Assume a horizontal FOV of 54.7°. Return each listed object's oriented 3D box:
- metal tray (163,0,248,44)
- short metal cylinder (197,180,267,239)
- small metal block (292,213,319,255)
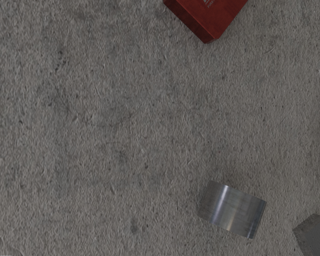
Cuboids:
[{"bbox_3d":[0.077,-0.196,0.435,0.090,0.030,0.130,40,77,-16],"label":"metal tray"},{"bbox_3d":[0.096,0.108,0.416,0.080,0.080,0.050,24,82,-19],"label":"short metal cylinder"},{"bbox_3d":[0.251,0.176,0.502,0.050,0.025,0.050,-29,100,-18],"label":"small metal block"}]
